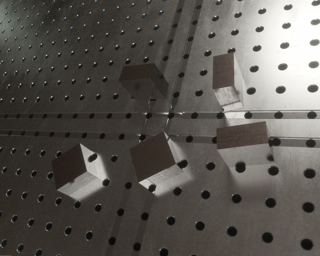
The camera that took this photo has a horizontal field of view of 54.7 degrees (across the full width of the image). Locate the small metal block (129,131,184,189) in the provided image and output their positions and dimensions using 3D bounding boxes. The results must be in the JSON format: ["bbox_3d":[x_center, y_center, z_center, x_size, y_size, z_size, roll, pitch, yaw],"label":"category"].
[{"bbox_3d":[-0.005,0.040,0.385,0.050,0.025,0.050,-28,52,10],"label":"small metal block"}]

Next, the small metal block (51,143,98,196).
[{"bbox_3d":[-0.120,0.058,0.434,0.050,0.025,0.050,-32,52,7],"label":"small metal block"}]

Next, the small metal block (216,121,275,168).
[{"bbox_3d":[0.092,0.019,0.332,0.050,0.050,0.025,-9,58,23],"label":"small metal block"}]

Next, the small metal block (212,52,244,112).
[{"bbox_3d":[0.085,-0.056,0.381,0.025,0.050,0.050,-8,59,24],"label":"small metal block"}]

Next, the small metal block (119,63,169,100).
[{"bbox_3d":[-0.022,-0.065,0.442,0.050,0.050,0.025,0,62,28],"label":"small metal block"}]
